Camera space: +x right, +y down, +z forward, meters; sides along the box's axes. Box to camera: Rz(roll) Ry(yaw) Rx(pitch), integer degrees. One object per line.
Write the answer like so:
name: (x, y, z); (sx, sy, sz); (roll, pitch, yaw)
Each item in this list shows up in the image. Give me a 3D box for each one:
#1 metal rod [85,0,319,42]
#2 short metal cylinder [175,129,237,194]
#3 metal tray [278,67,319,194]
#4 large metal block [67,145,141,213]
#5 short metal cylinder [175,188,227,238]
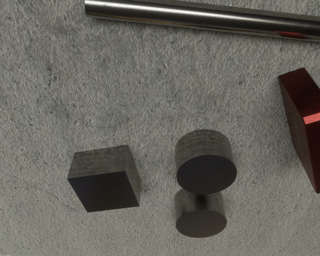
metal rod: (0.079, -0.109, 0.314); (0.302, 0.025, 0.025); (5, 130, -4)
short metal cylinder: (0.062, 0.048, 0.432); (0.081, 0.050, 0.079); (0, 130, 0)
metal tray: (0.180, 0.005, 0.370); (0.030, 0.090, 0.130); (-19, 128, 15)
large metal block: (-0.077, 0.076, 0.454); (0.080, 0.050, 0.080); (-9, 130, 7)
short metal cylinder: (0.065, 0.136, 0.508); (0.081, 0.050, 0.079); (0, 130, 0)
